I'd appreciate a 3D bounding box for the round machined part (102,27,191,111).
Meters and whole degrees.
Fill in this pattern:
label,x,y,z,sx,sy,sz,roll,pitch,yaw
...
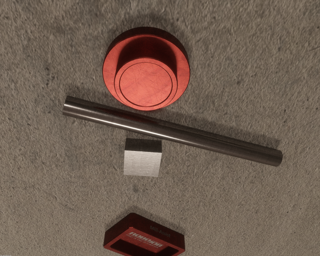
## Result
label,x,y,z,sx,sy,sz,roll,pitch,yaw
round machined part,-0.015,-0.058,0.346,0.099,0.042,0.097,-1,130,0

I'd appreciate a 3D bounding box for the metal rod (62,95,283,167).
label,x,y,z,sx,sy,sz,roll,pitch,yaw
metal rod,0.026,0.008,0.414,0.302,0.025,0.025,14,129,-13

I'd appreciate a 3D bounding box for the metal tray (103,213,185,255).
label,x,y,z,sx,sy,sz,roll,pitch,yaw
metal tray,-0.028,0.215,0.586,0.130,0.030,0.090,32,123,-25

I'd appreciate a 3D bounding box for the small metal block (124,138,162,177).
label,x,y,z,sx,sy,sz,roll,pitch,yaw
small metal block,-0.025,0.043,0.443,0.050,0.025,0.050,4,130,-5
